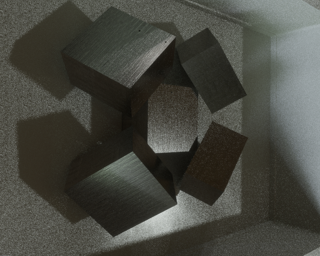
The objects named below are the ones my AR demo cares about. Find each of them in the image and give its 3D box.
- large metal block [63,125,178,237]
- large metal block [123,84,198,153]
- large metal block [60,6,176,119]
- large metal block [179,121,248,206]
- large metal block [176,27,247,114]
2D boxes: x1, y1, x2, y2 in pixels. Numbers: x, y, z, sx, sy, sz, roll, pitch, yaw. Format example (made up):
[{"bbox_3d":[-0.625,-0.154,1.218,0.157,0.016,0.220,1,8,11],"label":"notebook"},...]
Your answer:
[{"bbox_3d":[-0.039,0.057,0.329,0.080,0.050,0.080,-30,118,12],"label":"large metal block"},{"bbox_3d":[0.001,-0.011,0.388,0.081,0.050,0.080,1,90,-40],"label":"large metal block"},{"bbox_3d":[-0.040,-0.070,0.324,0.080,0.080,0.050,-53,165,-27],"label":"large metal block"},{"bbox_3d":[0.070,0.050,0.419,0.080,0.050,0.080,-59,169,-24],"label":"large metal block"},{"bbox_3d":[0.067,-0.079,0.417,0.080,0.050,0.080,54,16,-26],"label":"large metal block"}]
